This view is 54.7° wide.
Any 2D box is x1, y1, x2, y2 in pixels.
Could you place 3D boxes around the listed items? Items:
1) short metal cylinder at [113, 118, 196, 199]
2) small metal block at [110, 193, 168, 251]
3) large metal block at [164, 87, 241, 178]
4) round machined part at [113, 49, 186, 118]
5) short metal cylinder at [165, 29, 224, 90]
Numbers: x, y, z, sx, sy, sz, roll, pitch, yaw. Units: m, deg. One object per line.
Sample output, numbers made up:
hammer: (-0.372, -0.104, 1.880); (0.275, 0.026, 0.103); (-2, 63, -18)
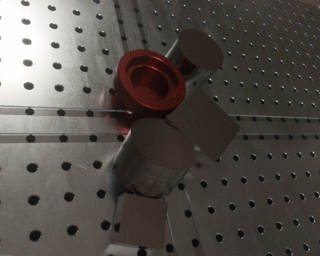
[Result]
short metal cylinder: (-0.006, 0.034, 0.354); (0.080, 0.050, 0.080); (22, 34, -16)
small metal block: (-0.022, 0.102, 0.333); (0.050, 0.025, 0.050); (17, 61, -19)
large metal block: (0.049, 0.005, 0.417); (0.080, 0.050, 0.080); (44, 51, 2)
round machined part: (-0.017, -0.056, 0.424); (0.099, 0.042, 0.098); (14, 56, -21)
short metal cylinder: (0.052, -0.108, 0.488); (0.081, 0.050, 0.080); (14, 56, -21)
